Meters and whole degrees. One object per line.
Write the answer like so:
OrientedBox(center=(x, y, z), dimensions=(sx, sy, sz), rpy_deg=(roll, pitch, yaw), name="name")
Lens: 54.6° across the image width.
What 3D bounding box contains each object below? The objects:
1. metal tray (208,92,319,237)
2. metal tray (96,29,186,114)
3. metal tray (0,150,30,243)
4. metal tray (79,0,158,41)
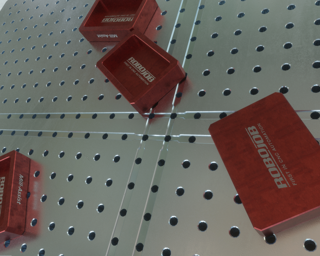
OrientedBox(center=(0.116, 0.033, 0.324), dimensions=(0.090, 0.030, 0.130), rpy_deg=(-27, 52, 11), name="metal tray")
OrientedBox(center=(-0.033, -0.091, 0.479), dimensions=(0.090, 0.030, 0.130), rpy_deg=(-42, 51, -1), name="metal tray")
OrientedBox(center=(-0.247, 0.108, 0.470), dimensions=(0.090, 0.030, 0.130), rpy_deg=(-23, 53, 14), name="metal tray")
OrientedBox(center=(-0.078, -0.204, 0.572), dimensions=(0.130, 0.030, 0.090), rpy_deg=(10, 67, 32), name="metal tray")
